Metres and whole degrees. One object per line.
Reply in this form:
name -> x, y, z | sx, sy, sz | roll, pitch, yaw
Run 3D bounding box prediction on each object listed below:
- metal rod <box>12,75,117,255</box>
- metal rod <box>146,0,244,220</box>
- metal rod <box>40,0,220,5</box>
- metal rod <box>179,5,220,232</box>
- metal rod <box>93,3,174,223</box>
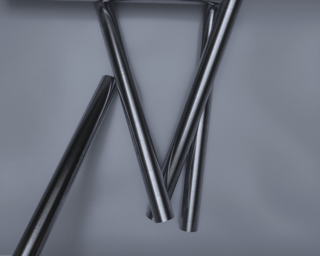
metal rod -> -0.112, 0.064, 0.347 | 0.025, 0.025, 0.300 | 20, 64, 0
metal rod -> 0.041, -0.021, 0.389 | 0.025, 0.025, 0.298 | 19, 99, -1
metal rod -> -0.063, -0.170, 0.384 | 0.302, 0.025, 0.025 | 1, 90, -2
metal rod -> 0.054, -0.014, 0.412 | 0.025, 0.025, 0.298 | 6, 90, -1
metal rod -> -0.036, -0.031, 0.394 | 0.025, 0.025, 0.299 | -16, 84, 0
